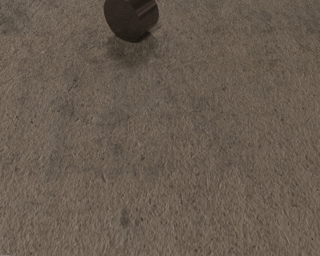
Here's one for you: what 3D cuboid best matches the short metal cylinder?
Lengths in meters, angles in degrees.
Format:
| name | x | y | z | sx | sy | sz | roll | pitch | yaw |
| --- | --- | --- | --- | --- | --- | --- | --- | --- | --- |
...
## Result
| name | x | y | z | sx | sy | sz | roll | pitch | yaw |
| --- | --- | --- | --- | --- | --- | --- | --- | --- | --- |
| short metal cylinder | -0.049 | -0.197 | 0.532 | 0.080 | 0.080 | 0.050 | 28 | 56 | 21 |
